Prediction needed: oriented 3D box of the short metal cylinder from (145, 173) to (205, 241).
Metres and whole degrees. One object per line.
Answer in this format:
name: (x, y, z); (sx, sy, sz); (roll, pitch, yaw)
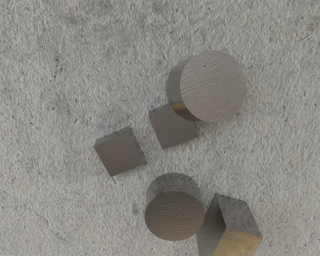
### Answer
short metal cylinder: (0.020, 0.110, 0.437); (0.081, 0.050, 0.079); (0, 110, 0)

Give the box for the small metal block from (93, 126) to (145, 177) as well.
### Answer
small metal block: (-0.054, 0.032, 0.421); (0.050, 0.025, 0.050); (-23, 109, 8)

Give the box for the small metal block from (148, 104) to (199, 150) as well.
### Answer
small metal block: (0.018, -0.006, 0.408); (0.050, 0.025, 0.050); (-21, 109, 7)

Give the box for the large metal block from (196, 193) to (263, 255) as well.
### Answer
large metal block: (0.093, 0.152, 0.438); (0.050, 0.080, 0.079); (18, 109, -7)

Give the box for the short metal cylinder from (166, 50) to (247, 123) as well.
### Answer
short metal cylinder: (0.053, -0.047, 0.365); (0.081, 0.050, 0.079); (-1, 92, -17)
